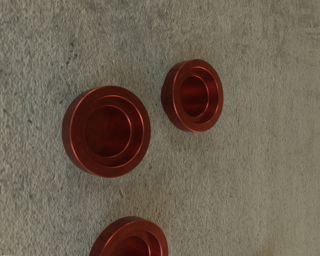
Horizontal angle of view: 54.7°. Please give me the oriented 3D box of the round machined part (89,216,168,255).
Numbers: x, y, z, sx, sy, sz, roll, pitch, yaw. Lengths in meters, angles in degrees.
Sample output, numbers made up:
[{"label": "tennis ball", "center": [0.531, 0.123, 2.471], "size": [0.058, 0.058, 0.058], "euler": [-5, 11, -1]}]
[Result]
[{"label": "round machined part", "center": [-0.041, 0.151, 0.360], "size": [0.099, 0.042, 0.097], "euler": [0, 90, -40]}]

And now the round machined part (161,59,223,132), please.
[{"label": "round machined part", "center": [0.040, -0.043, 0.427], "size": [0.099, 0.042, 0.097], "euler": [0, 90, -40]}]

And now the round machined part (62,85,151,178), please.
[{"label": "round machined part", "center": [-0.061, 0.004, 0.342], "size": [0.099, 0.042, 0.097], "euler": [0, 90, -40]}]
